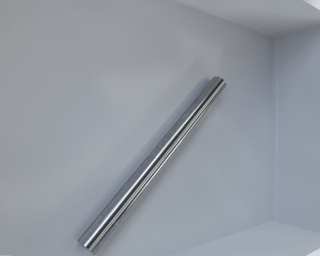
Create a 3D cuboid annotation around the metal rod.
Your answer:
[{"bbox_3d":[0.005,0.031,0.409,0.301,0.025,0.025,-49,119,-28],"label":"metal rod"}]
